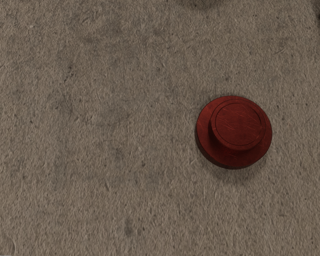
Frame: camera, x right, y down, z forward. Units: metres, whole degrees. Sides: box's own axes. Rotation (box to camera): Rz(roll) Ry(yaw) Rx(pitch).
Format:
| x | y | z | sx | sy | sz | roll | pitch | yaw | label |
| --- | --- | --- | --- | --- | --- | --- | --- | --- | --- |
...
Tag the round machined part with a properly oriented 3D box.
| x | y | z | sx | sy | sz | roll | pitch | yaw | label |
| --- | --- | --- | --- | --- | --- | --- | --- | --- | --- |
| 0.096 | 0.002 | 0.400 | 0.099 | 0.042 | 0.098 | 0 | 70 | -1 | round machined part |
